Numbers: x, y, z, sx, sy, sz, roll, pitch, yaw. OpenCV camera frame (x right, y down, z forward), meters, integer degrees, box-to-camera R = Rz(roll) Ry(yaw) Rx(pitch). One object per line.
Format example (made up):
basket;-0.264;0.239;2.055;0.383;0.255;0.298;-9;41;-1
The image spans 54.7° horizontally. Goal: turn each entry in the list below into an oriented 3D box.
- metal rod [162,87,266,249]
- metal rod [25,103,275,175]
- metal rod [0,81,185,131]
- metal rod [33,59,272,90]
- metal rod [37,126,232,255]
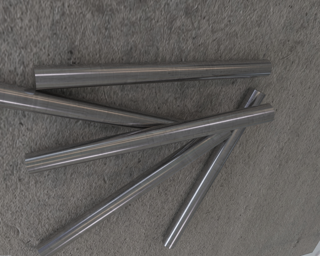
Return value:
metal rod;0.079;0.073;0.494;0.025;0.025;0.298;15;111;-34
metal rod;-0.003;0.010;0.377;0.302;0.025;0.025;-12;124;-10
metal rod;-0.042;-0.013;0.375;0.302;0.025;0.025;10;113;-33
metal rod;0.012;-0.067;0.371;0.303;0.025;0.025;-7;122;-25
metal rod;-0.035;0.084;0.420;0.301;0.025;0.025;-34;129;1
